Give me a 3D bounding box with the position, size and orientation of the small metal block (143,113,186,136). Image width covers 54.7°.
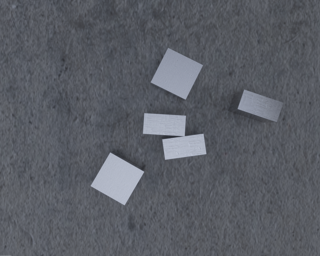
[{"bbox_3d":[0.005,-0.004,0.398,0.050,0.050,0.025,3,90,0],"label":"small metal block"}]

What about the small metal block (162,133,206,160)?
[{"bbox_3d":[0.029,0.022,0.398,0.050,0.050,0.025,-8,91,-1],"label":"small metal block"}]

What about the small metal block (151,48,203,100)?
[{"bbox_3d":[0.022,-0.070,0.410,0.050,0.025,0.050,27,90,-1],"label":"small metal block"}]

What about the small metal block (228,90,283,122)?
[{"bbox_3d":[0.121,-0.027,0.399,0.050,0.050,0.025,19,90,-1],"label":"small metal block"}]

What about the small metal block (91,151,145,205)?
[{"bbox_3d":[-0.055,0.065,0.409,0.050,0.025,0.050,30,90,-1],"label":"small metal block"}]
